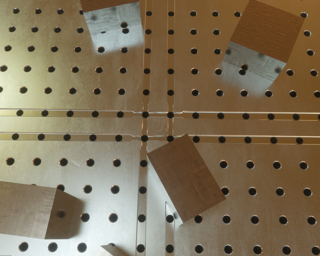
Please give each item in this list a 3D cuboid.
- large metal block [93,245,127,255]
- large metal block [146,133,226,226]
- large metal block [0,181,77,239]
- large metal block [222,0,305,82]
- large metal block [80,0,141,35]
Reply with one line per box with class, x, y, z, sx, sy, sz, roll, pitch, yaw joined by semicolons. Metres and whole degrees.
large metal block;-0.060;0.171;0.320;0.050;0.080;0.080;33;73;11
large metal block;0.027;0.063;0.360;0.050;0.080;0.080;-27;72;-9
large metal block;-0.149;0.093;0.348;0.080;0.080;0.050;7;70;2
large metal block;0.147;-0.126;0.445;0.080;0.050;0.080;25;72;8
large metal block;-0.078;-0.197;0.470;0.080;0.050;0.080;-14;71;-5
